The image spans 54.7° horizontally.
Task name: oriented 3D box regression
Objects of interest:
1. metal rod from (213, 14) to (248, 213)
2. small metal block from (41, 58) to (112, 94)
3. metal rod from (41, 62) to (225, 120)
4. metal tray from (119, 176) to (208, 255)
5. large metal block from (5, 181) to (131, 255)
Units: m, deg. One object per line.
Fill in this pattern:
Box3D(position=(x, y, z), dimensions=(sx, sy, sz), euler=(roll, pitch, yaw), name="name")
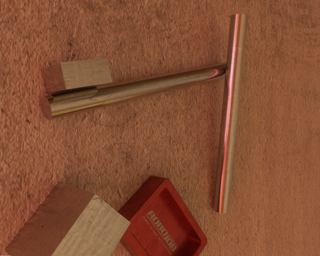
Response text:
Box3D(position=(0.107, -0.018, 0.474), dimensions=(0.025, 0.025, 0.298), euler=(-1, 98, -40), name="metal rod")
Box3D(position=(-0.086, -0.053, 0.318), dimensions=(0.050, 0.050, 0.025), euler=(-17, 101, -39), name="small metal block")
Box3D(position=(-0.002, -0.057, 0.404), dimensions=(0.302, 0.025, 0.025), euler=(-19, 102, -39), name="metal rod")
Box3D(position=(0.003, 0.139, 0.406), dimensions=(0.090, 0.030, 0.130), euler=(-46, 118, -30), name="metal tray")
Box3D(position=(-0.089, 0.104, 0.296), dimensions=(0.050, 0.080, 0.080), euler=(49, 61, -29), name="large metal block")
